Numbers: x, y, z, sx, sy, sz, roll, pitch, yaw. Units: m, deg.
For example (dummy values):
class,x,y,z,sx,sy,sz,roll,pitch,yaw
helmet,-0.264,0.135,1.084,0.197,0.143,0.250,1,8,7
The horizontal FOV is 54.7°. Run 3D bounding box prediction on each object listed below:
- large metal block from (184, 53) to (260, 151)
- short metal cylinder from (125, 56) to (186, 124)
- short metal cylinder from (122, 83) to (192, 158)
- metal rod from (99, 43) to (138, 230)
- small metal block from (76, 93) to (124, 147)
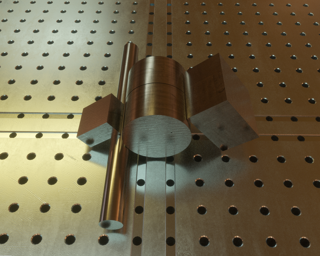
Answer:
class,x,y,z,sx,sy,sz,roll,pitch,yaw
large metal block,0.075,-0.031,0.384,0.050,0.080,0.080,-26,44,29
short metal cylinder,-0.003,-0.046,0.405,0.081,0.080,0.050,0,50,0
short metal cylinder,-0.004,-0.007,0.373,0.081,0.080,0.050,0,50,0
metal rod,-0.049,-0.015,0.414,0.025,0.025,0.300,0,50,0
small metal block,-0.075,-0.010,0.396,0.050,0.025,0.050,-24,44,26
